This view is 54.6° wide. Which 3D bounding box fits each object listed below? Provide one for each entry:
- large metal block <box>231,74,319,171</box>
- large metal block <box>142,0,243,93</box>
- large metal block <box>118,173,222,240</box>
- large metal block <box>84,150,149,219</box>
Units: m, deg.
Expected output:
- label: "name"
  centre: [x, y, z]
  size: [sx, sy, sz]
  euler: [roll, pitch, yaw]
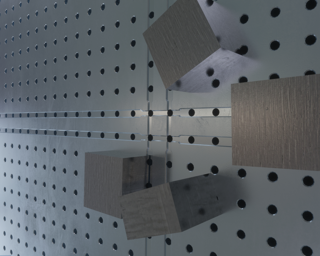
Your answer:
- label: "large metal block"
  centre: [0.117, -0.004, 0.297]
  size: [0.080, 0.050, 0.080]
  euler: [-1, 89, 40]
- label: "large metal block"
  centre: [0.036, -0.098, 0.364]
  size: [0.080, 0.050, 0.080]
  euler: [-34, 69, 35]
- label: "large metal block"
  centre: [0.012, 0.091, 0.365]
  size: [0.080, 0.081, 0.050]
  euler: [-24, 75, 37]
- label: "large metal block"
  centre: [-0.064, 0.077, 0.447]
  size: [0.080, 0.050, 0.080]
  euler: [3, 92, 40]
